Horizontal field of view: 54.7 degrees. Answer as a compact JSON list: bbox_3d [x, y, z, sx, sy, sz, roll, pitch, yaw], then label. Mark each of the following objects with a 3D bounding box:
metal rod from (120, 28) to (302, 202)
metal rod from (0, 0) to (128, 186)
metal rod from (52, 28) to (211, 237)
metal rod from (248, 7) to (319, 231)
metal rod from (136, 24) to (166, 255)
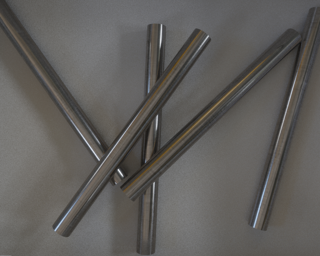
[{"bbox_3d":[0.069,-0.021,0.396,0.300,0.025,0.025,-43,90,-6],"label":"metal rod"},{"bbox_3d":[-0.138,-0.053,0.410,0.025,0.025,0.299,-35,90,0],"label":"metal rod"},{"bbox_3d":[-0.034,0.006,0.384,0.025,0.025,0.299,36,90,0],"label":"metal rod"},{"bbox_3d":[0.171,-0.012,0.412,0.025,0.025,0.298,16,90,0],"label":"metal rod"},{"bbox_3d":[-0.012,0.015,0.411,0.025,0.025,0.298,3,90,0],"label":"metal rod"}]
